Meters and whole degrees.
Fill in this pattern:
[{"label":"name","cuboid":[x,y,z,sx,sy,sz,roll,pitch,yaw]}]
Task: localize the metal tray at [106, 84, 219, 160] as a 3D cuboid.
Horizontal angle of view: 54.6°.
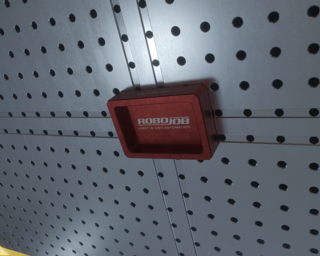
[{"label":"metal tray","cuboid":[0.003,-0.005,0.403,0.130,0.030,0.090,-2,118,29]}]
